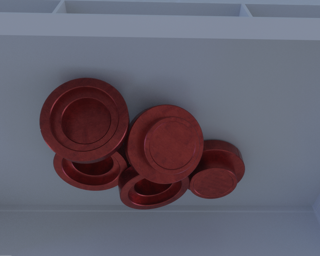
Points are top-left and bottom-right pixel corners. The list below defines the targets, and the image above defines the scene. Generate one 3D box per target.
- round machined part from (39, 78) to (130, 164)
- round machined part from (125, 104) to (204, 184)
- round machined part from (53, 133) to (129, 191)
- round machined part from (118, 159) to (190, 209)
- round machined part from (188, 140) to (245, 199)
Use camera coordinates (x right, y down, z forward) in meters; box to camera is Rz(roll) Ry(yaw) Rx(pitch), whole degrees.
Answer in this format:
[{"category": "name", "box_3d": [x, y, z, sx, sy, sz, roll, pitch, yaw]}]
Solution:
[{"category": "round machined part", "box_3d": [-0.085, -0.006, 0.366, 0.099, 0.098, 0.042, 2, 166, -2]}, {"category": "round machined part", "box_3d": [0.009, 0.020, 0.377, 0.099, 0.042, 0.097, 0, 91, -17]}, {"category": "round machined part", "box_3d": [-0.092, 0.040, 0.427, 0.099, 0.042, 0.097, -1, 130, 0]}, {"category": "round machined part", "box_3d": [-0.011, 0.072, 0.442, 0.099, 0.042, 0.097, -10, 137, -9]}, {"category": "round machined part", "box_3d": [0.075, 0.067, 0.453, 0.099, 0.042, 0.097, -1, 130, 0]}]
